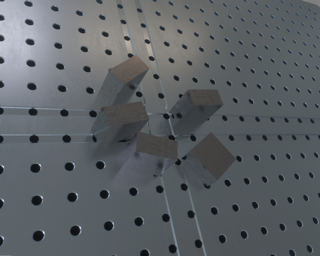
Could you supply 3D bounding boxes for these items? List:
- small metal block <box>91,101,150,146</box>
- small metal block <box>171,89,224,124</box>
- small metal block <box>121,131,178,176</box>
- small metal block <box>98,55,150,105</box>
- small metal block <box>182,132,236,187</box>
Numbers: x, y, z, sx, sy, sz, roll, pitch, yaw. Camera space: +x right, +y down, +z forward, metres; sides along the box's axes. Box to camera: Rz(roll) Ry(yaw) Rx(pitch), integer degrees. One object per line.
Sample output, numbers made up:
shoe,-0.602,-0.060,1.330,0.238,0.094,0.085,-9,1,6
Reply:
small metal block,-0.048,-0.005,0.369,0.050,0.050,0.025,-12,68,-33
small metal block,0.052,-0.030,0.438,0.050,0.050,0.025,-4,64,-30
small metal block,-0.013,0.032,0.365,0.050,0.050,0.025,15,56,-20
small metal block,-0.047,-0.062,0.404,0.025,0.050,0.050,46,51,3
small metal block,0.066,0.042,0.418,0.050,0.025,0.050,48,51,5
